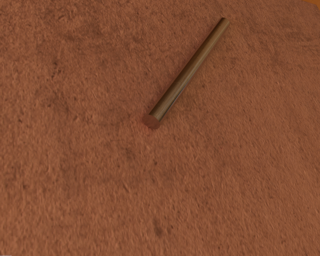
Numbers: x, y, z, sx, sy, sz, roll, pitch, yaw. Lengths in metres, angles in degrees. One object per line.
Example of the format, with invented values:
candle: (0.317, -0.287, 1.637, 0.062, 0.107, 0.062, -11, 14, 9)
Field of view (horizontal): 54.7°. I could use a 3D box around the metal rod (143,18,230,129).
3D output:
metal rod: (0.055, -0.104, 0.498, 0.025, 0.025, 0.301, 38, 51, -4)
